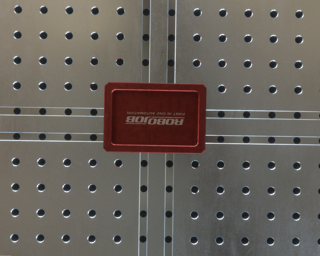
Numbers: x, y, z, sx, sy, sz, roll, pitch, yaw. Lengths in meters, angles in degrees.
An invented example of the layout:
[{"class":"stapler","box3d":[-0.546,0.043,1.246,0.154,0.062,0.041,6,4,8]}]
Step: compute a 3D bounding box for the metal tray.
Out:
[{"class":"metal tray","box3d":[-0.006,-0.013,0.410,0.131,0.030,0.090,1,90,0]}]
